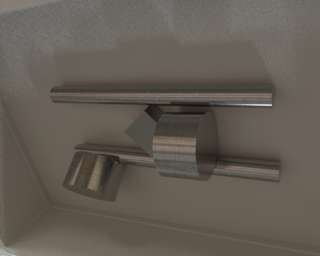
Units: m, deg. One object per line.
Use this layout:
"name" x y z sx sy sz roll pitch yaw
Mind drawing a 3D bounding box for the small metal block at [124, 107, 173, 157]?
"small metal block" -0.011 0.003 0.413 0.050 0.025 0.050 44 129 -3

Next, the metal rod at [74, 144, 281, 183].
"metal rod" 0.006 0.045 0.429 0.301 0.025 0.025 3 120 26

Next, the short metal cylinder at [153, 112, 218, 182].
"short metal cylinder" 0.033 0.020 0.366 0.050 0.080 0.079 2 119 27

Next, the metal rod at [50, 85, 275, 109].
"metal rod" -0.017 -0.041 0.388 0.301 0.025 0.025 3 120 26

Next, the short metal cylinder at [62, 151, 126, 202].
"short metal cylinder" -0.098 0.074 0.463 0.080 0.050 0.080 13 157 6
